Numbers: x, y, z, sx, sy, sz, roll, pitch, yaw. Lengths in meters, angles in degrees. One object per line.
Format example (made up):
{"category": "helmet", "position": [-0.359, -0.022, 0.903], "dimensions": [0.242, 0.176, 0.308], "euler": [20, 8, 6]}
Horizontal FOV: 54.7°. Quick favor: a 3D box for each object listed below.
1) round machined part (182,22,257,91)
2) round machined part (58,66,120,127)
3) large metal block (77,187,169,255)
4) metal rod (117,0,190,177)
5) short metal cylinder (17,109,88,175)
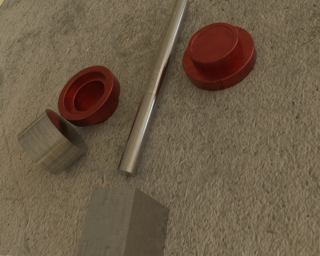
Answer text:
{"category": "round machined part", "position": [0.076, -0.102, 0.416], "dimensions": [0.098, 0.042, 0.098], "euler": [-13, 56, 21]}
{"category": "round machined part", "position": [-0.103, -0.044, 0.474], "dimensions": [0.098, 0.042, 0.098], "euler": [-13, 56, 21]}
{"category": "large metal block", "position": [-0.034, 0.112, 0.318], "dimensions": [0.050, 0.080, 0.080], "euler": [-6, 59, 25]}
{"category": "metal rod", "position": [-0.003, -0.074, 0.450], "dimensions": [0.025, 0.025, 0.300], "euler": [3, 63, 29]}
{"category": "short metal cylinder", "position": [-0.149, 0.019, 0.435], "dimensions": [0.050, 0.080, 0.080], "euler": [-42, 51, 0]}
